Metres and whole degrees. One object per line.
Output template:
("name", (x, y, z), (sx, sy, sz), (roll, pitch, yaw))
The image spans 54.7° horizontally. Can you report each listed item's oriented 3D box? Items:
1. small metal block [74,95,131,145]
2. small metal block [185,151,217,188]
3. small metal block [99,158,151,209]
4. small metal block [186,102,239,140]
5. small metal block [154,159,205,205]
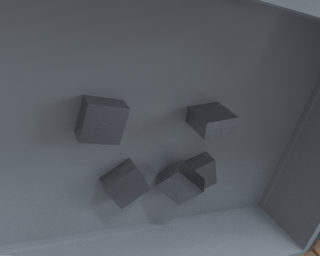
("small metal block", (-0.069, -0.008, 0.366), (0.050, 0.025, 0.050), (5, 116, -31))
("small metal block", (0.060, 0.072, 0.485), (0.050, 0.025, 0.050), (-22, 127, -15))
("small metal block", (-0.048, 0.077, 0.430), (0.050, 0.025, 0.050), (-34, 129, -6))
("small metal block", (0.071, -0.011, 0.424), (0.050, 0.050, 0.025), (-10, 123, -23))
("small metal block", (0.029, 0.080, 0.451), (0.050, 0.025, 0.050), (41, 124, -19))
